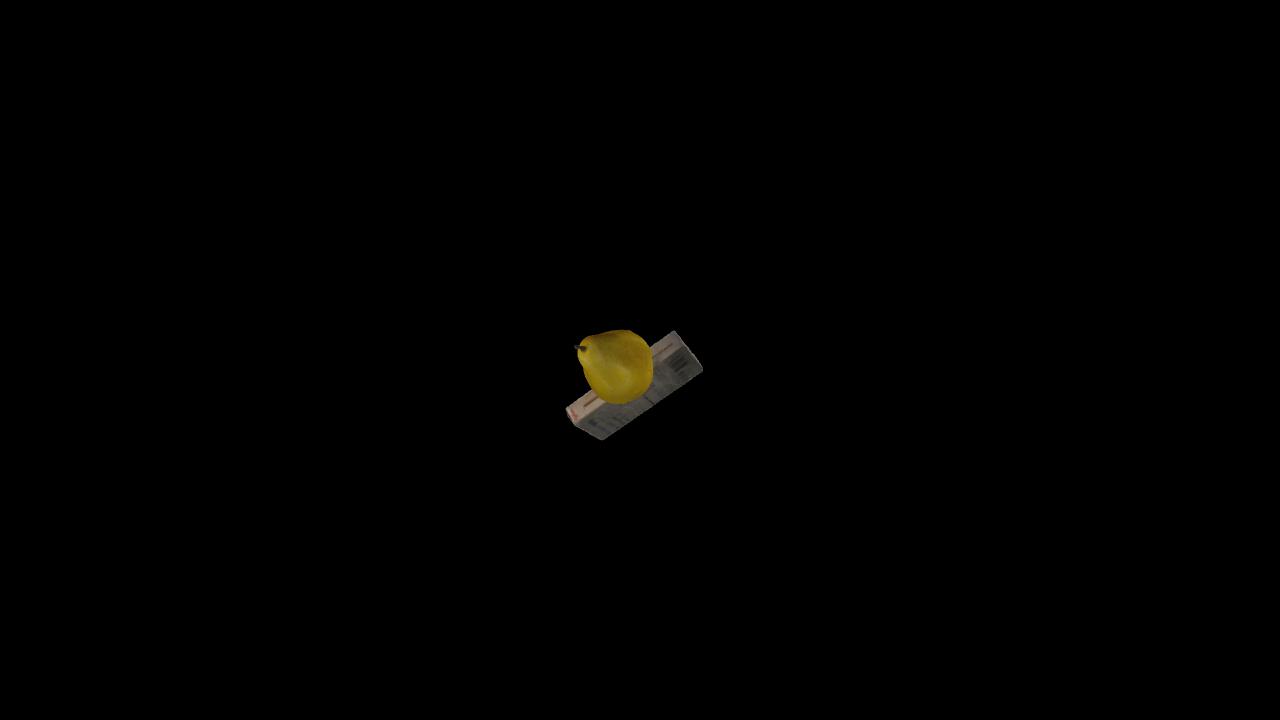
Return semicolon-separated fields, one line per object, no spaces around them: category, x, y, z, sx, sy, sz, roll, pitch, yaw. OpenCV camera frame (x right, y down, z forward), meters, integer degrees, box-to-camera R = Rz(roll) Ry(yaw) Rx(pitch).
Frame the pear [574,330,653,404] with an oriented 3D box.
pear;-0.037;-0.003;0.637;0.080;0.080;0.111;0;-25;39

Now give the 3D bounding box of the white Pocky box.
white Pocky box;-0.004;0.034;0.716;0.154;0.028;0.084;-35;-28;5
